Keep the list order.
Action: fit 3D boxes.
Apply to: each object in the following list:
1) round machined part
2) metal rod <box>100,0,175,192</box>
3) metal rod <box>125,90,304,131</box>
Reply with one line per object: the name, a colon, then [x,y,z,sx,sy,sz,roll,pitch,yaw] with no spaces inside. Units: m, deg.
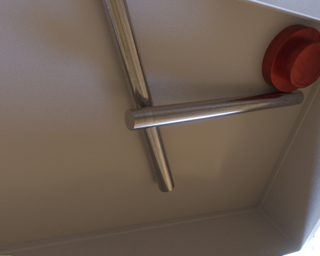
round machined part: [0.202,-0.097,0.451,0.099,0.042,0.097,-14,125,-21]
metal rod: [-0.021,-0.028,0.381,0.025,0.025,0.298,-25,128,-13]
metal rod: [0.094,-0.030,0.425,0.303,0.025,0.025,-9,123,-31]
